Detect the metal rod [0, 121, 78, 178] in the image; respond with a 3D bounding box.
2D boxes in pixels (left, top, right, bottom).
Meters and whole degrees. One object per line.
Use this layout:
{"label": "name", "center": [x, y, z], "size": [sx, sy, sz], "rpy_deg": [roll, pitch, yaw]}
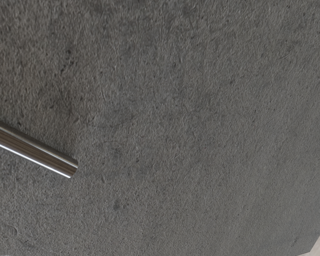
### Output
{"label": "metal rod", "center": [-0.201, -0.021, 0.284], "size": [0.025, 0.025, 0.301], "rpy_deg": [-48, 129, 5]}
